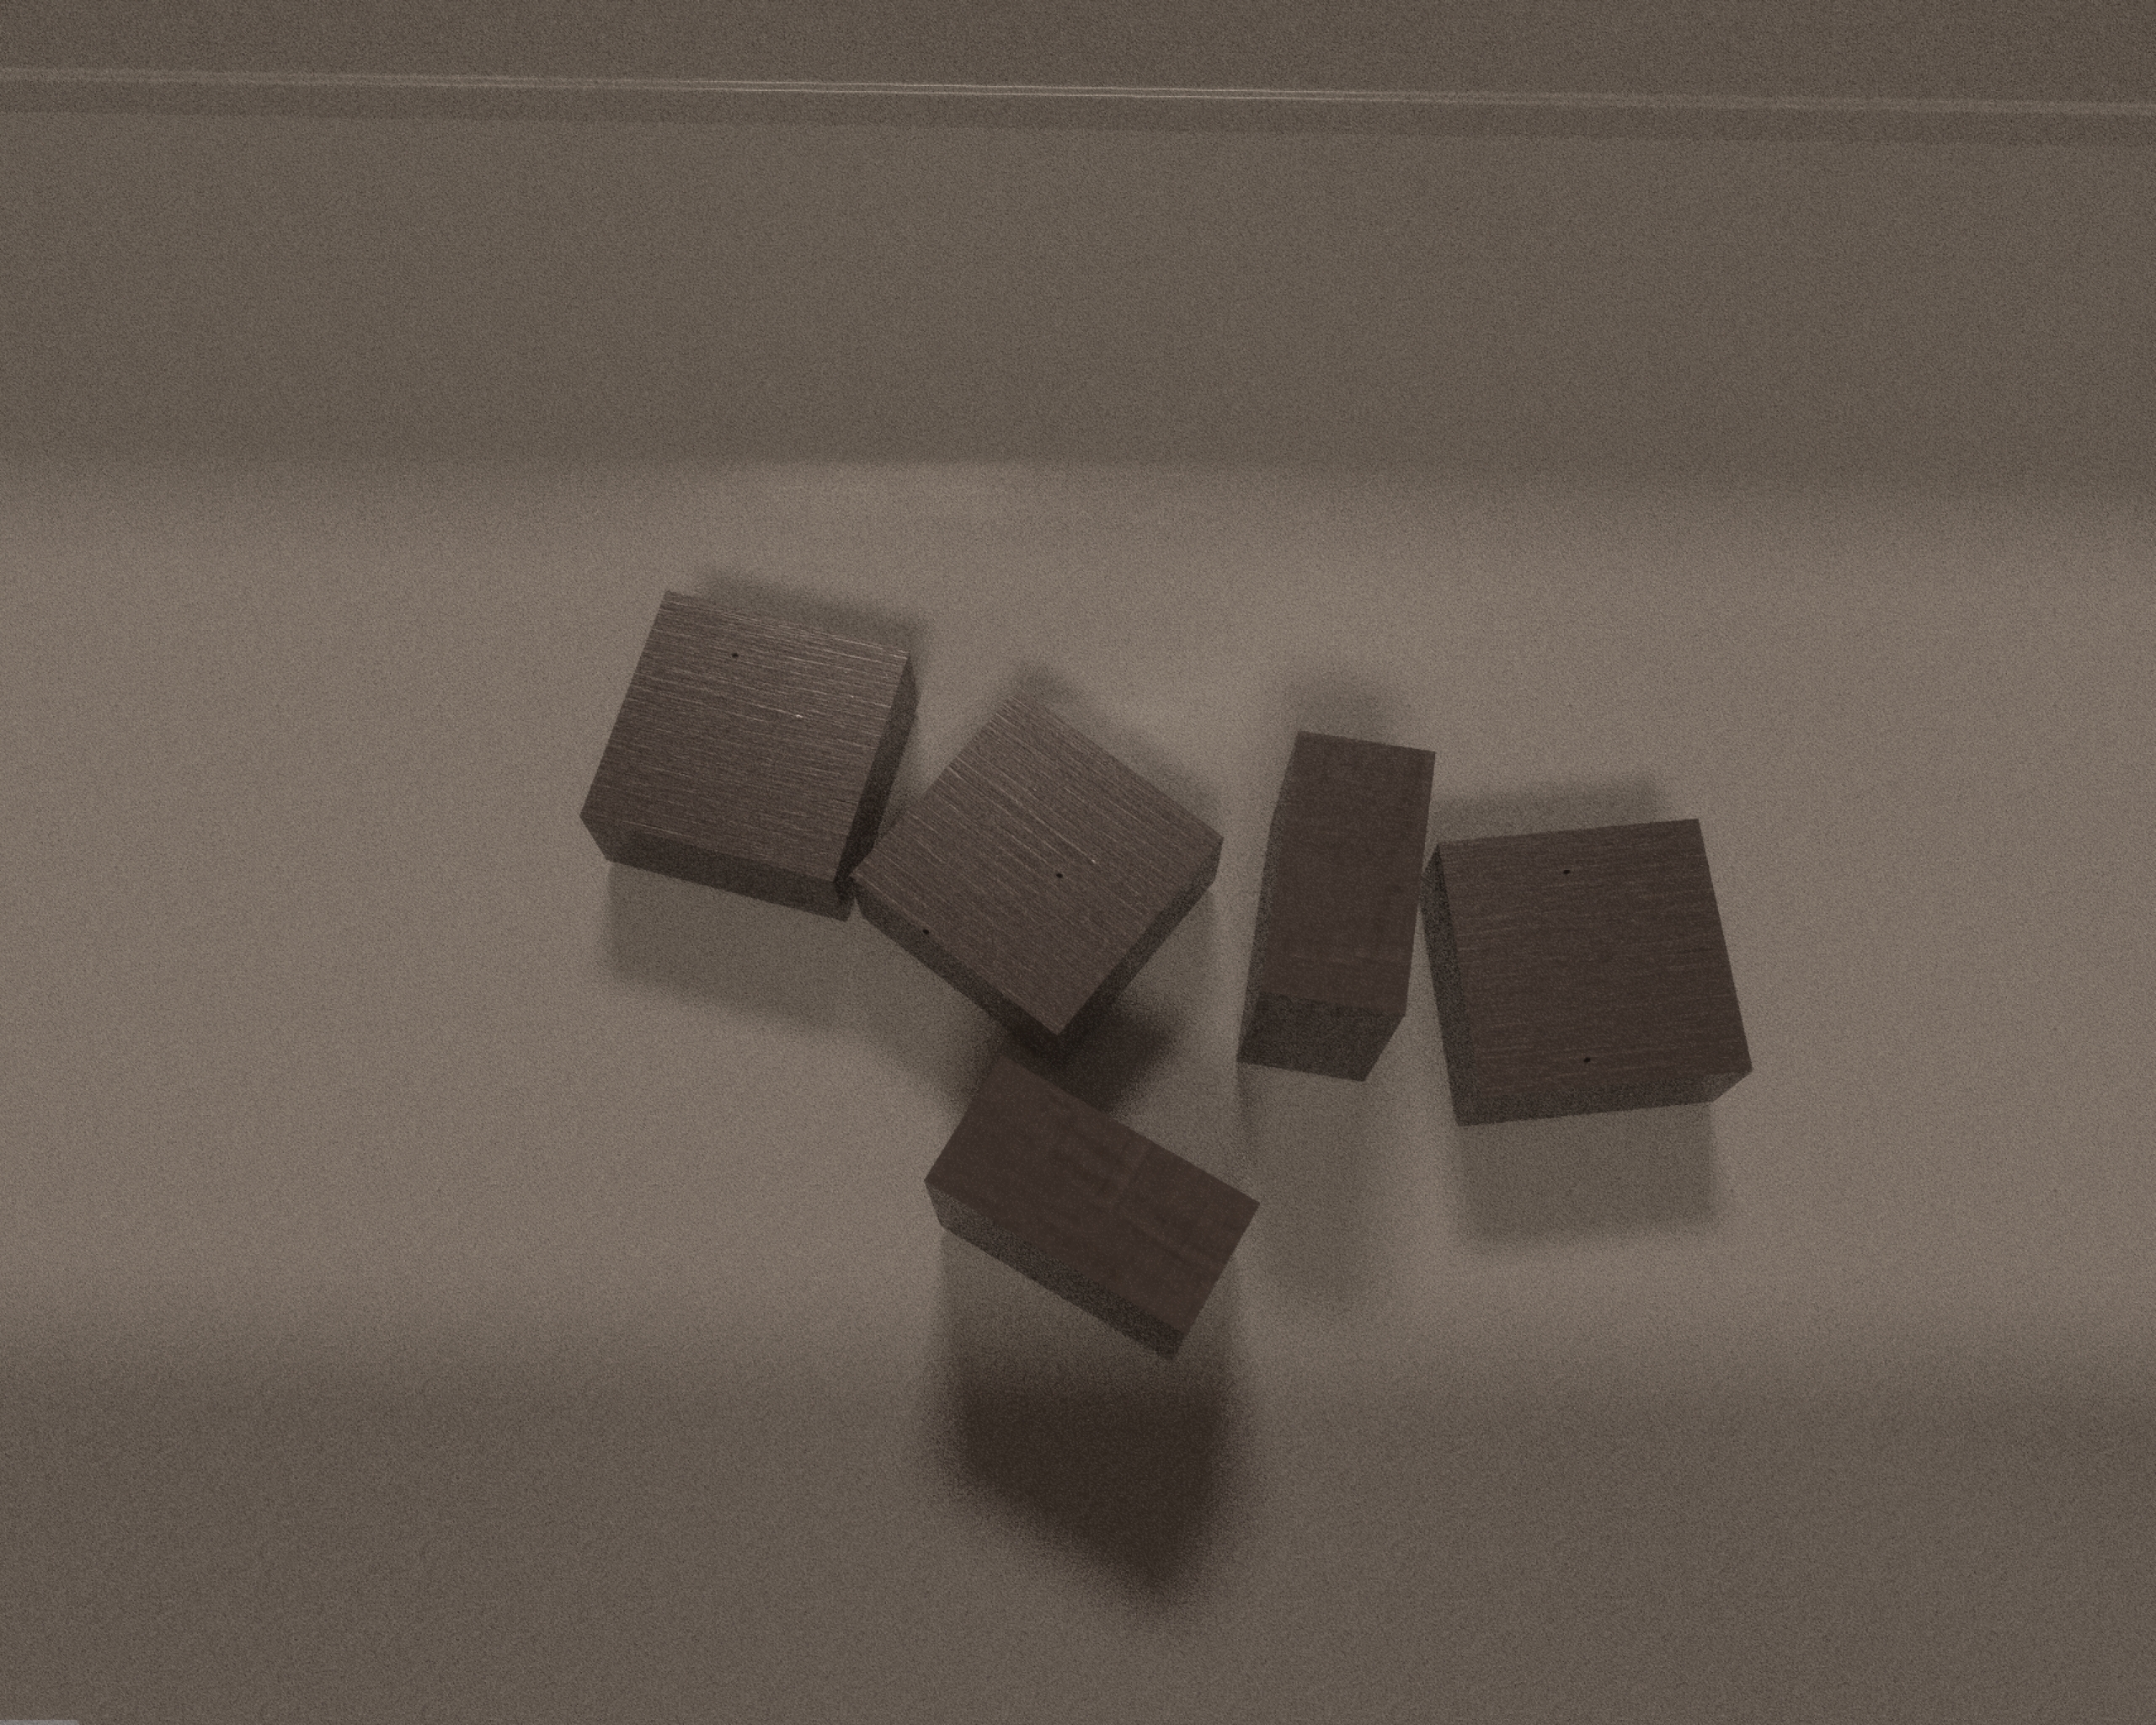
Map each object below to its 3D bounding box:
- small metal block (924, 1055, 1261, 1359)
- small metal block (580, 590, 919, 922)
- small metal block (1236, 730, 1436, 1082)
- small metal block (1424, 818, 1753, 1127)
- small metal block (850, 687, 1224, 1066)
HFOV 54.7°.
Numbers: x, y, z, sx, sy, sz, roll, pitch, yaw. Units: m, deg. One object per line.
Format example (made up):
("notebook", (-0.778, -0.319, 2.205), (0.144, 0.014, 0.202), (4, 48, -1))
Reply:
("small metal block", (0.002, 0.063, 0.371), (0.050, 0.050, 0.025), (29, 74, 9))
("small metal block", (-0.064, -0.021, 0.414), (0.050, 0.025, 0.050), (14, 71, 5))
("small metal block", (0.048, 0.009, 0.392), (0.025, 0.050, 0.050), (9, 70, 2))
("small metal block", (0.096, 0.021, 0.401), (0.050, 0.025, 0.050), (-5, 70, -3))
("small metal block", (-0.008, 0.003, 0.406), (0.050, 0.025, 0.050), (37, 74, 12))
